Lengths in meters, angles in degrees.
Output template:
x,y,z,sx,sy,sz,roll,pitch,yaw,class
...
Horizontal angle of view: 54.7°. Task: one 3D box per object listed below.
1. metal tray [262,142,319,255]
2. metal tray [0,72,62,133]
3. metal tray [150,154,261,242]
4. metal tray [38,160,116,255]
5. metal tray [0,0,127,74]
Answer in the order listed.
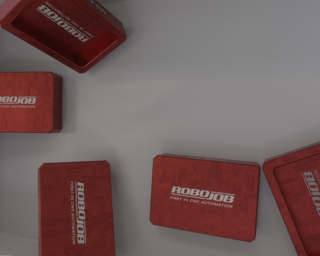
x,y,z,sx,sy,sz,roll,pitch,yaw,class
0.181,0.084,0.343,0.090,0.030,0.129,-23,83,18,metal tray
-0.217,-0.038,0.470,0.131,0.030,0.089,1,90,7,metal tray
0.055,0.083,0.388,0.130,0.030,0.089,4,91,19,metal tray
-0.110,0.110,0.406,0.030,0.091,0.129,150,117,-61,metal tray
-0.118,-0.131,0.392,0.090,0.130,0.030,-33,56,21,metal tray
